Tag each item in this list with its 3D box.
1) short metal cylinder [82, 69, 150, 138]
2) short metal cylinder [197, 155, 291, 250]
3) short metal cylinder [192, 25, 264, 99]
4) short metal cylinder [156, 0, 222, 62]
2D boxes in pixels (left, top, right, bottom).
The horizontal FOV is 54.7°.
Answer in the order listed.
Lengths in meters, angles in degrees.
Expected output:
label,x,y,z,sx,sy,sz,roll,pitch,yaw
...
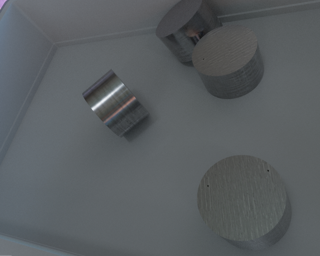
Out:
label,x,y,z,sx,sy,sz,roll,pitch,yaw
short metal cylinder,-0.059,-0.033,0.422,0.050,0.080,0.080,-40,51,1
short metal cylinder,0.083,0.073,0.302,0.080,0.050,0.080,-13,56,21
short metal cylinder,0.087,-0.084,0.395,0.080,0.050,0.080,-13,56,21
short metal cylinder,0.041,-0.141,0.440,0.080,0.050,0.080,-30,37,26
